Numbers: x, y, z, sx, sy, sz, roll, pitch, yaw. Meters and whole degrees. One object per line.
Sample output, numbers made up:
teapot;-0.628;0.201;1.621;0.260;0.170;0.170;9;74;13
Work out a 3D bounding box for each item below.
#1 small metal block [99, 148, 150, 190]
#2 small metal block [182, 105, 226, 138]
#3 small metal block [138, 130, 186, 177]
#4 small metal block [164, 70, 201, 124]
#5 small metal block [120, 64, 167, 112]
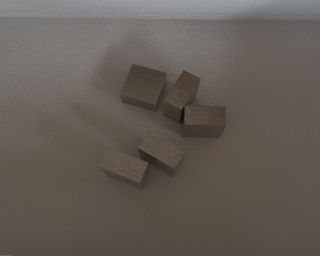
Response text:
small metal block;-0.041;0.051;0.377;0.050;0.050;0.025;20;72;7
small metal block;0.055;-0.007;0.399;0.050;0.050;0.025;2;70;0
small metal block;0.002;0.033;0.384;0.050;0.050;0.025;29;73;10
small metal block;0.029;-0.040;0.411;0.025;0.050;0.050;29;73;10
small metal block;-0.022;-0.056;0.430;0.050;0.025;0.050;16;71;6
